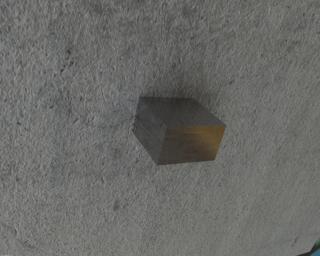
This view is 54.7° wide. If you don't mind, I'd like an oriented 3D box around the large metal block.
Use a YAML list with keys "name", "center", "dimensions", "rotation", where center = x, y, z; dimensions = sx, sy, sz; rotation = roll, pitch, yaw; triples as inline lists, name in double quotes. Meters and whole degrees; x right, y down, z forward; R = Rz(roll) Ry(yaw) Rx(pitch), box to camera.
- name: "large metal block"
  center: [0.021, 0.000, 0.386]
  dimensions: [0.081, 0.080, 0.050]
  rotation: [-1, 119, -28]
